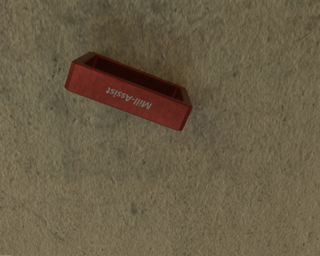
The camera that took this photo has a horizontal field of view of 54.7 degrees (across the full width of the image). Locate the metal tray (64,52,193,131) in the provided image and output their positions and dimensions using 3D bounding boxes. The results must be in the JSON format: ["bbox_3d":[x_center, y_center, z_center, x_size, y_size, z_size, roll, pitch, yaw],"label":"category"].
[{"bbox_3d":[-0.032,-0.046,0.357,0.131,0.090,0.030,20,109,-8],"label":"metal tray"}]
